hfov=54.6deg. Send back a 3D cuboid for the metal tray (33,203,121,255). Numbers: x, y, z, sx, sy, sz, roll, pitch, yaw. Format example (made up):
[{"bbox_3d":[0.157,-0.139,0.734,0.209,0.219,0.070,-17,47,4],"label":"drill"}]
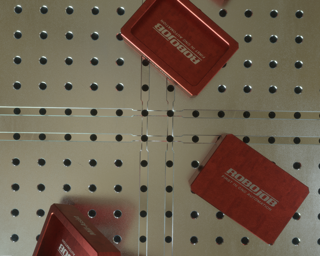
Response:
[{"bbox_3d":[-0.105,0.157,0.367,0.030,0.130,0.090,20,90,-42],"label":"metal tray"}]

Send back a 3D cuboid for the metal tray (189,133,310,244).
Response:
[{"bbox_3d":[0.116,0.078,0.412,0.130,0.030,0.090,35,90,0],"label":"metal tray"}]

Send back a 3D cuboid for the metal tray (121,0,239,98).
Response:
[{"bbox_3d":[0.025,-0.114,0.410,0.130,0.030,0.090,41,90,0],"label":"metal tray"}]
